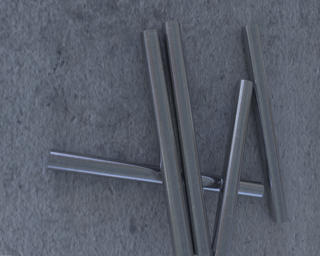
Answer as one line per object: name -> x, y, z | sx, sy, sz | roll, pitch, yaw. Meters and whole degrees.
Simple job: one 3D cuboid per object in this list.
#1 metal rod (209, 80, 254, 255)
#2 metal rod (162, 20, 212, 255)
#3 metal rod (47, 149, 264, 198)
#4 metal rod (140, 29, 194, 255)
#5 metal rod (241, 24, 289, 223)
metal rod -> 0.095, 0.075, 0.418 | 0.025, 0.025, 0.299 | 18, 74, -20
metal rod -> 0.034, 0.009, 0.403 | 0.025, 0.025, 0.298 | -6, 85, -20
metal rod -> 0.009, 0.065, 0.413 | 0.302, 0.025, 0.025 | 12, 86, -20
metal rod -> 0.009, 0.023, 0.391 | 0.025, 0.025, 0.298 | -7, 84, -20
metal rod -> 0.160, -0.004, 0.469 | 0.025, 0.025, 0.298 | -12, 94, -20
